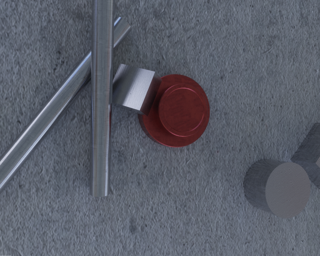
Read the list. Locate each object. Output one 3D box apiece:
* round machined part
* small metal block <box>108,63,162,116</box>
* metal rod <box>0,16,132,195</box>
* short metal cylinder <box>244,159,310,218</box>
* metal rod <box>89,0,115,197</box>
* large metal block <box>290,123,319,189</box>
[{"bbox_3d":[0.023,-0.023,0.410,0.099,0.042,0.097,0,90,-21],"label":"round machined part"},{"bbox_3d":[-0.032,-0.047,0.383,0.050,0.025,0.050,18,82,23],"label":"small metal block"},{"bbox_3d":[-0.131,-0.012,0.360,0.025,0.025,0.300,39,77,-16],"label":"metal rod"},{"bbox_3d":[0.174,0.088,0.462,0.081,0.050,0.079,0,90,-20],"label":"short metal cylinder"},{"bbox_3d":[-0.067,-0.066,0.360,0.025,0.025,0.298,0,100,-20],"label":"metal rod"},{"bbox_3d":[0.274,0.047,0.499,0.080,0.050,0.080,43,76,-16],"label":"large metal block"}]
